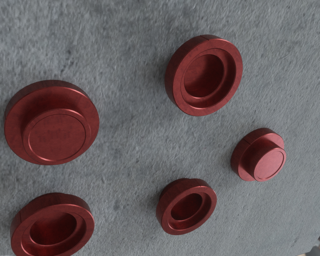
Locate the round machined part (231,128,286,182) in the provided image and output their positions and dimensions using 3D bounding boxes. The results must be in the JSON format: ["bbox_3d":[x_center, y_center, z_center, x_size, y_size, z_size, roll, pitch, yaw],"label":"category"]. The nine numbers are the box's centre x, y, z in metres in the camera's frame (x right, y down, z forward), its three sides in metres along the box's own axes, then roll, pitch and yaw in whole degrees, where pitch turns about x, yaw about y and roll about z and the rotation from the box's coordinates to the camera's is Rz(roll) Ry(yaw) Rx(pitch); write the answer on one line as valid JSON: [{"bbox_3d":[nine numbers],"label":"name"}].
[{"bbox_3d":[0.173,0.052,0.525,0.099,0.042,0.097,-14,125,-21],"label":"round machined part"}]

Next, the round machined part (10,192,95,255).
[{"bbox_3d":[-0.138,0.122,0.397,0.099,0.042,0.097,-14,125,-21],"label":"round machined part"}]

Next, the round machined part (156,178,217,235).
[{"bbox_3d":[0.038,0.119,0.492,0.099,0.042,0.097,-14,124,-21],"label":"round machined part"}]

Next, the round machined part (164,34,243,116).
[{"bbox_3d":[0.049,-0.067,0.383,0.099,0.042,0.097,-14,125,-21],"label":"round machined part"}]

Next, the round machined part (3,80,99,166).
[{"bbox_3d":[-0.114,0.001,0.335,0.099,0.042,0.097,-14,125,-21],"label":"round machined part"}]
